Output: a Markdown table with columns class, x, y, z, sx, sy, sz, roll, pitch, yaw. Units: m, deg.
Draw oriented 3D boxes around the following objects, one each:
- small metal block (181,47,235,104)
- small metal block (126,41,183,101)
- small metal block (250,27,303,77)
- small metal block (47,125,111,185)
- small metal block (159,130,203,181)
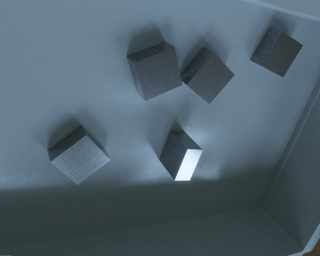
| class | x | y | z | sx | sy | sz | roll | pitch | yaw |
| --- | --- | --- | --- | --- | --- | --- | --- | --- | --- |
| small metal block | 0.060 | -0.067 | 0.400 | 0.050 | 0.025 | 0.050 | 34 | 99 | -39 |
| small metal block | -0.006 | -0.067 | 0.364 | 0.050 | 0.025 | 0.050 | -25 | 128 | -13 |
| small metal block | 0.163 | -0.105 | 0.432 | 0.050 | 0.025 | 0.050 | 15 | 110 | -35 |
| small metal block | -0.098 | 0.033 | 0.376 | 0.050 | 0.025 | 0.050 | -38 | 129 | -3 |
| small metal block | 0.028 | 0.038 | 0.431 | 0.025 | 0.050 | 0.050 | 6 | 116 | -31 |
